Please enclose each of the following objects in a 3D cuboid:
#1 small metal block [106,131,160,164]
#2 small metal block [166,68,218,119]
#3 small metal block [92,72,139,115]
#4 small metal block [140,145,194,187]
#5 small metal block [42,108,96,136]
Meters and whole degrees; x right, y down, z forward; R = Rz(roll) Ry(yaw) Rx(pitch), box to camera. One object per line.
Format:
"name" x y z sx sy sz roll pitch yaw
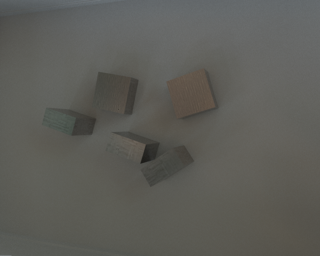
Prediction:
"small metal block" -0.035 0.024 0.408 0.050 0.050 0.025 18 96 18
"small metal block" 0.042 -0.042 0.395 0.050 0.025 0.050 -17 85 18
"small metal block" -0.062 -0.048 0.431 0.050 0.025 0.050 13 94 19
"small metal block" 0.010 0.047 0.393 0.050 0.050 0.025 -35 79 16
"small metal block" -0.128 -0.009 0.441 0.050 0.050 0.025 18 96 19
